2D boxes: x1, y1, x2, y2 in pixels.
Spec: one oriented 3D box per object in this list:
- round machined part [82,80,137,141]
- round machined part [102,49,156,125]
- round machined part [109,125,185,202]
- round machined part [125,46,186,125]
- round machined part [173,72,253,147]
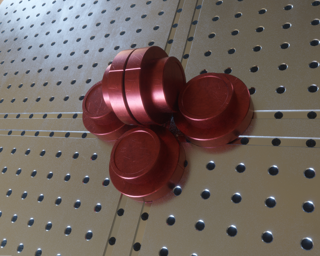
[{"bbox_3d":[-0.074,-0.034,0.455,0.098,0.042,0.098,-13,56,20],"label":"round machined part"},{"bbox_3d":[-0.038,-0.053,0.404,0.042,0.098,0.098,1,62,29],"label":"round machined part"},{"bbox_3d":[-0.022,0.038,0.384,0.098,0.042,0.098,-13,56,20],"label":"round machined part"},{"bbox_3d":[0.001,-0.053,0.385,0.042,0.098,0.098,-1,62,28],"label":"round machined part"},{"bbox_3d":[0.061,-0.029,0.381,0.098,0.042,0.098,-13,56,20],"label":"round machined part"}]
